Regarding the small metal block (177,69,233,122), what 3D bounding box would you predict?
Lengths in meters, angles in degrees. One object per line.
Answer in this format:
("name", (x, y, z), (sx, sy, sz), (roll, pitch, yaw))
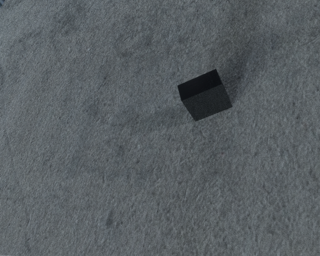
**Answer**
("small metal block", (0.056, -0.039, 0.383), (0.050, 0.050, 0.025), (-22, 54, 15))
